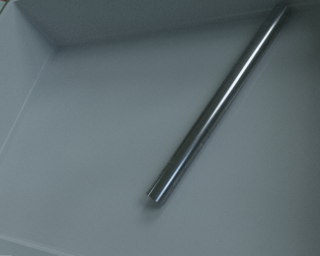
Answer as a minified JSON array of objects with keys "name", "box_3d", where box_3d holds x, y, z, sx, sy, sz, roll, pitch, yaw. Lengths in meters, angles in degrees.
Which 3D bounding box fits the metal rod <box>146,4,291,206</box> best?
[{"name":"metal rod","box_3d":[0.079,-0.037,0.387,0.025,0.025,0.300,27,76,37]}]
